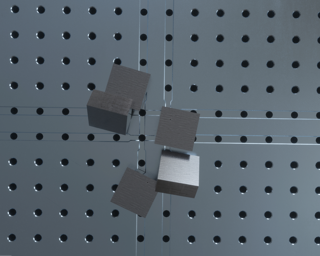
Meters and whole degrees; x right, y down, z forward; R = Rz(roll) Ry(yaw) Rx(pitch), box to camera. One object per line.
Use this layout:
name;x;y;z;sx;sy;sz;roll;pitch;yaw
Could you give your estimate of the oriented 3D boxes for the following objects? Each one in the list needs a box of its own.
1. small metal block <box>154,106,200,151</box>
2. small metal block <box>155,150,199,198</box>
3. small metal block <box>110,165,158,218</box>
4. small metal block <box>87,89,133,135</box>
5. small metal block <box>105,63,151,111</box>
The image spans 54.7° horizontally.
small metal block;0.022;0.001;0.414;0.050;0.025;0.050;12;90;-1
small metal block;0.023;0.059;0.399;0.050;0.050;0.025;10;131;-1
small metal block;-0.031;0.084;0.413;0.050;0.025;0.050;26;90;-1
small metal block;-0.064;-0.019;0.397;0.050;0.050;0.025;15;59;-1
small metal block;-0.043;-0.053;0.413;0.050;0.025;0.050;16;90;-1
